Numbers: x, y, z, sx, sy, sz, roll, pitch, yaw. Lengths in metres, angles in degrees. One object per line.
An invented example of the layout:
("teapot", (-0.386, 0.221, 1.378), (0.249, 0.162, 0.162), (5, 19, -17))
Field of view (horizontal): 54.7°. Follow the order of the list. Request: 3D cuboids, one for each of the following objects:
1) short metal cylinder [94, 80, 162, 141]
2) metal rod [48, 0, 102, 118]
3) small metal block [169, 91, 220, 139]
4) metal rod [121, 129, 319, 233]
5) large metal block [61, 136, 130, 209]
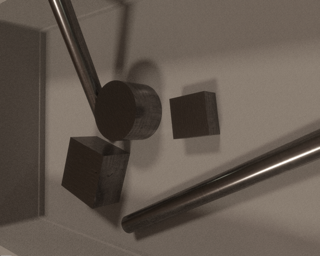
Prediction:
("short metal cylinder", (-0.044, -0.023, 0.425), (0.080, 0.050, 0.079), (0, 90, 39))
("metal rod", (-0.112, -0.121, 0.394), (0.025, 0.025, 0.298), (16, 133, 38))
("small metal block", (0.041, -0.014, 0.371), (0.050, 0.025, 0.050), (-9, 84, 39))
("metal rod", (0.059, 0.071, 0.356), (0.299, 0.025, 0.025), (-33, 70, 35))
("large metal block", (-0.099, 0.063, 0.469), (0.080, 0.050, 0.079), (22, 104, 37))
